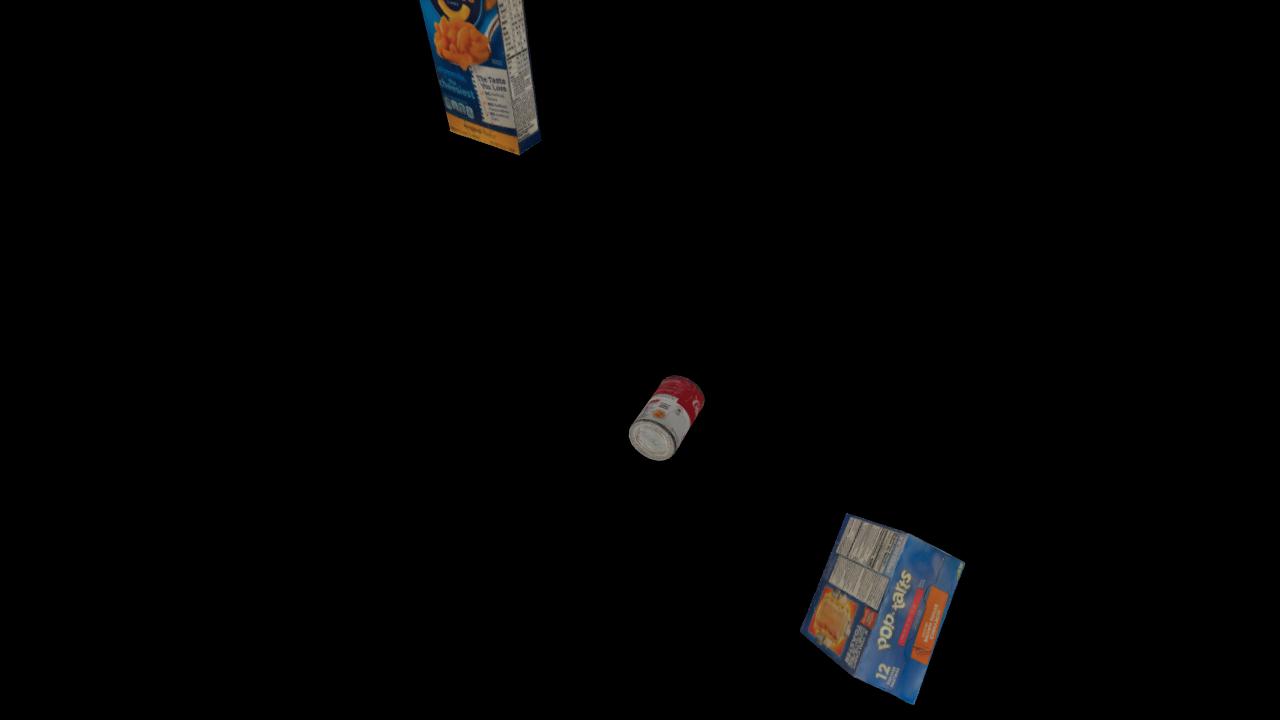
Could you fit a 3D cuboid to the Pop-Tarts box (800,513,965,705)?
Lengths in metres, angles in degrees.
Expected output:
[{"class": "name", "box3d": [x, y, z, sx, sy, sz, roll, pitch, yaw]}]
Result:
[{"class": "Pop-Tarts box", "box3d": [0.285, 0.288, 0.739, 0.083, 0.167, 0.141, 25, -8, -7]}]

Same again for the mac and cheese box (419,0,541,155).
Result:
[{"class": "mac and cheese box", "box3d": [-0.142, -0.281, 0.537, 0.093, 0.184, 0.041, 26, 54, 21]}]

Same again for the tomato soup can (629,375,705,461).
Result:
[{"class": "tomato soup can", "box3d": [0.036, 0.075, 0.810, 0.068, 0.068, 0.101, 0, 32, 31]}]
